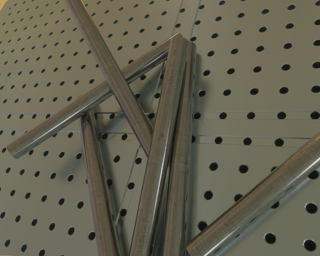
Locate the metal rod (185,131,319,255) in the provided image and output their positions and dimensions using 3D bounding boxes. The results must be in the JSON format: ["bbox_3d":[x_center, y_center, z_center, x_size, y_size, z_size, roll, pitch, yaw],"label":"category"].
[{"bbox_3d":[0.148,0.031,0.311,0.300,0.025,0.025,-40,51,0],"label":"metal rod"}]

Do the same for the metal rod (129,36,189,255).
[{"bbox_3d":[0.000,0.024,0.370,0.025,0.025,0.299,0,69,28],"label":"metal rod"}]

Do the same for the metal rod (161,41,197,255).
[{"bbox_3d":[0.027,0.010,0.388,0.025,0.025,0.300,-8,58,24],"label":"metal rod"}]

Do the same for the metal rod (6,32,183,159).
[{"bbox_3d":[-0.089,-0.051,0.461,0.301,0.025,0.025,-35,51,-6],"label":"metal rod"}]

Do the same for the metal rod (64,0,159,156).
[{"bbox_3d":[-0.073,-0.089,0.445,0.025,0.025,0.299,-32,69,7],"label":"metal rod"}]

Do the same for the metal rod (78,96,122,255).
[{"bbox_3d":[-0.084,0.068,0.411,0.025,0.025,0.300,-28,52,11],"label":"metal rod"}]
